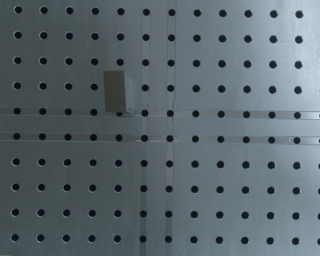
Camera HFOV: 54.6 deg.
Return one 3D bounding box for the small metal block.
[{"bbox_3d":[-0.055,-0.045,0.401,0.025,0.050,0.050,-3,90,0],"label":"small metal block"}]
